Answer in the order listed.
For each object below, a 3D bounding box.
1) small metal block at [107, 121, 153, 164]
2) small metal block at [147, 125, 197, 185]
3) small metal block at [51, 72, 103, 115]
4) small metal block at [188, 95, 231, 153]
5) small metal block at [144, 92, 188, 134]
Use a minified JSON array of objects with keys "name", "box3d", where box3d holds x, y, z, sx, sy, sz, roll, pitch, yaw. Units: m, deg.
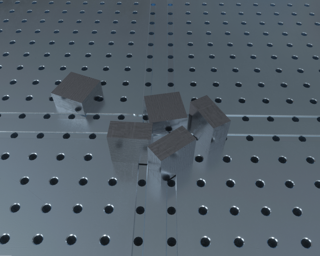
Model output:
[{"name":"small metal block","box3d":[-0.034,0.018,0.376,0.050,0.050,0.025,3,50,2]},{"name":"small metal block","box3d":[0.014,0.032,0.365,0.050,0.050,0.025,-30,56,-23]},{"name":"small metal block","box3d":[-0.119,-0.051,0.450,0.050,0.025,0.050,18,52,15]},{"name":"small metal block","box3d":[0.061,-0.005,0.396,0.025,0.050,0.050,-23,54,-18]},{"name":"small metal block","box3d":[0.007,-0.021,0.425,0.050,0.025,0.050,-8,51,-7]}]
